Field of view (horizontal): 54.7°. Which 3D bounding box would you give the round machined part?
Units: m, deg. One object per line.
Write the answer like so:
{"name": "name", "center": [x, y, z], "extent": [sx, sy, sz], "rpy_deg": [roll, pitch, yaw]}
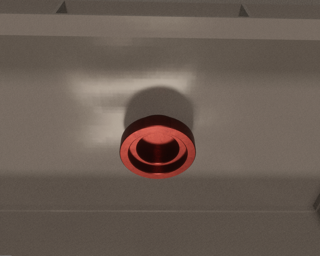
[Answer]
{"name": "round machined part", "center": [-0.003, 0.021, 0.416], "extent": [0.099, 0.042, 0.097], "rpy_deg": [-1, 130, 0]}
